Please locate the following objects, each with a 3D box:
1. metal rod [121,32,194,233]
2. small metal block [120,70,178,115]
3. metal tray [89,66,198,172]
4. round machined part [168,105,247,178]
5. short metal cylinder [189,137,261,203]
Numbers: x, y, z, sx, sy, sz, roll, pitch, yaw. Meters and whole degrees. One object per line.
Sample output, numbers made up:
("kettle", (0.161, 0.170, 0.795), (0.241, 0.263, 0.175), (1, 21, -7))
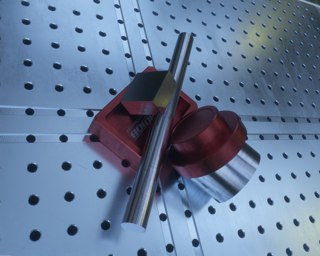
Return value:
("metal rod", (0.007, -0.020, 0.387), (0.025, 0.025, 0.300), (25, 53, -13))
("small metal block", (-0.013, -0.044, 0.385), (0.025, 0.050, 0.050), (54, 51, -41))
("metal tray", (-0.017, -0.015, 0.406), (0.090, 0.030, 0.131), (40, 51, -1))
("round machined part", (0.049, 0.010, 0.370), (0.042, 0.098, 0.098), (52, 48, -20))
("short metal cylinder", (0.078, 0.046, 0.387), (0.050, 0.080, 0.080), (40, 51, -2))
